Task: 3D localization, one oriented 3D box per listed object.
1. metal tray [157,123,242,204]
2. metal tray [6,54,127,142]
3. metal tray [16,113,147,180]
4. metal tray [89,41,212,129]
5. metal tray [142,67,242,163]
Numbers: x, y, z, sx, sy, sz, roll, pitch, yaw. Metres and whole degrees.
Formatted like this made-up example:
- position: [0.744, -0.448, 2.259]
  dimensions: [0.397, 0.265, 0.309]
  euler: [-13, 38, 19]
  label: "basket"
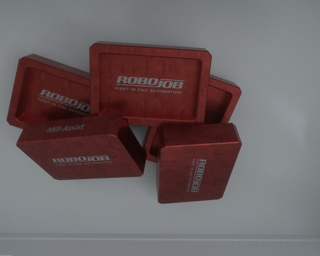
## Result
- position: [0.043, 0.049, 0.391]
  dimensions: [0.091, 0.030, 0.129]
  euler: [-3, 139, -5]
  label: "metal tray"
- position: [-0.116, -0.029, 0.393]
  dimensions: [0.131, 0.030, 0.089]
  euler: [18, 109, -7]
  label: "metal tray"
- position: [-0.093, 0.028, 0.379]
  dimensions: [0.130, 0.030, 0.090]
  euler: [-5, 141, 18]
  label: "metal tray"
- position: [-0.012, -0.049, 0.356]
  dimensions: [0.131, 0.030, 0.089]
  euler: [3, 110, -2]
  label: "metal tray"
- position: [0.037, -0.009, 0.404]
  dimensions: [0.091, 0.030, 0.129]
  euler: [18, 109, -7]
  label: "metal tray"
